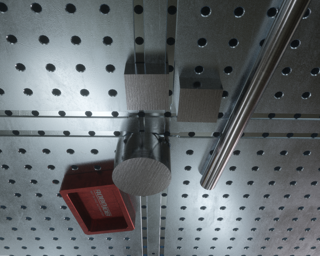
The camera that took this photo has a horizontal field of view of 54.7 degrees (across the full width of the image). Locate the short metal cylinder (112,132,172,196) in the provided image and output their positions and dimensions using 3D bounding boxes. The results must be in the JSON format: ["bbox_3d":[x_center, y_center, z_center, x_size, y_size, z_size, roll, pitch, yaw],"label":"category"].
[{"bbox_3d":[-0.025,0.052,0.439,0.081,0.050,0.079,0,130,0],"label":"short metal cylinder"}]

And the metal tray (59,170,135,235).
[{"bbox_3d":[-0.099,0.127,0.514,0.090,0.030,0.129,-8,130,6],"label":"metal tray"}]

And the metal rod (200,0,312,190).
[{"bbox_3d":[0.106,-0.023,0.393,0.025,0.025,0.298,9,130,-8],"label":"metal rod"}]

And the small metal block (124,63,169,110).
[{"bbox_3d":[-0.015,-0.049,0.370,0.050,0.025,0.050,0,130,0],"label":"small metal block"}]

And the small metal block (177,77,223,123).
[{"bbox_3d":[0.047,-0.034,0.383,0.050,0.025,0.050,1,130,-2],"label":"small metal block"}]
